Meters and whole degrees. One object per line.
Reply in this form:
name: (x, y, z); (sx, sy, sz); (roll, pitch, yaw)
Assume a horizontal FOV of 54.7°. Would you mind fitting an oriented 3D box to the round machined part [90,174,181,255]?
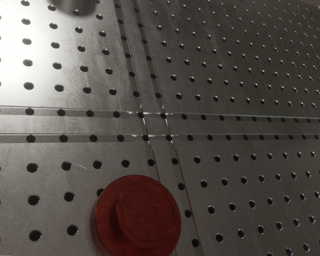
round machined part: (-0.020, 0.095, 0.329); (0.099, 0.042, 0.098); (14, 56, -21)
